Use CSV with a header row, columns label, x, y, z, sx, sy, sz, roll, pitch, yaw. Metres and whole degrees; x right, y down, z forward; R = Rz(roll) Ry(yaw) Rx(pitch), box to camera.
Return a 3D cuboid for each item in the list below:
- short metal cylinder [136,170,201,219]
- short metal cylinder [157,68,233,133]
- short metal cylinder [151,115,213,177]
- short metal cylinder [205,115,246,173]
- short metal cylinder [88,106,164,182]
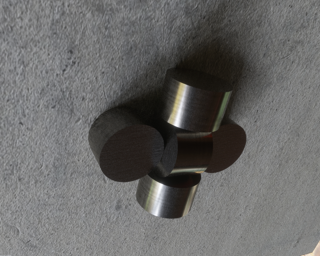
label,x,y,z,sx,sy,sz,roll,pitch,yaw
short metal cylinder,0.011,0.078,0.428,0.081,0.080,0.050,0,118,-28
short metal cylinder,0.041,-0.036,0.373,0.081,0.080,0.050,0,119,-28
short metal cylinder,0.023,0.022,0.399,0.050,0.080,0.079,0,118,-29
short metal cylinder,0.075,0.017,0.443,0.081,0.050,0.079,-14,125,-21
short metal cylinder,-0.042,0.019,0.381,0.081,0.050,0.079,-14,124,-22
